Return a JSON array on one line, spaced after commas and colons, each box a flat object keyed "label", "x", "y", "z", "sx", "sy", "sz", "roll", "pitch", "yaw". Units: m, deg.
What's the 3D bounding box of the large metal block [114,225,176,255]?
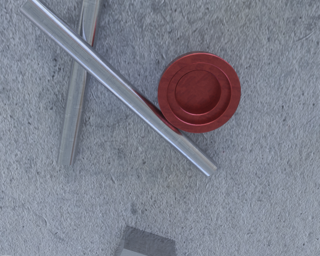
[{"label": "large metal block", "x": -0.028, "y": 0.207, "z": 0.473, "sx": 0.080, "sy": 0.050, "sz": 0.079, "roll": 20, "pitch": 109, "yaw": -8}]

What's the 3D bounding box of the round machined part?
[{"label": "round machined part", "x": 0.046, "y": -0.046, "z": 0.384, "sx": 0.099, "sy": 0.042, "sz": 0.097, "roll": 0, "pitch": 110, "yaw": -1}]

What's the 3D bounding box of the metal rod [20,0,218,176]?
[{"label": "metal rod", "x": -0.034, "y": -0.036, "z": 0.377, "sx": 0.025, "sy": 0.025, "sz": 0.300, "roll": -43, "pitch": 112, "yaw": 14}]

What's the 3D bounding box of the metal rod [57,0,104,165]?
[{"label": "metal rod", "x": -0.092, "y": -0.091, "z": 0.374, "sx": 0.025, "sy": 0.025, "sz": 0.298, "roll": 13, "pitch": 110, "yaw": -5}]
